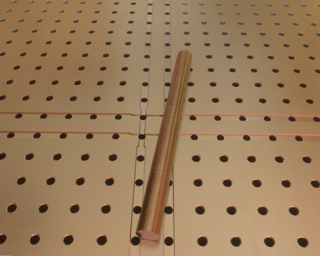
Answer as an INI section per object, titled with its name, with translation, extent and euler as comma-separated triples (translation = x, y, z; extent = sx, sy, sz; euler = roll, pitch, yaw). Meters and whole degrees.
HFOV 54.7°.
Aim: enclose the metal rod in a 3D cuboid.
[metal rod]
translation = 0.014, -0.004, 0.410
extent = 0.025, 0.025, 0.300
euler = 8, 50, 6
